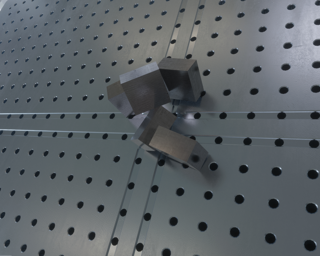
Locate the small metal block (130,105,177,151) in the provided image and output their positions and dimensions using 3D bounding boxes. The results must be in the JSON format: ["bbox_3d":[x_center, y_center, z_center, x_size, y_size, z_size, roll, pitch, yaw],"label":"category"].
[{"bbox_3d":[-0.009,0.001,0.396,0.050,0.025,0.050,-56,12,-12],"label":"small metal block"}]

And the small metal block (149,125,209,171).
[{"bbox_3d":[0.023,0.024,0.361,0.050,0.050,0.025,23,82,28],"label":"small metal block"}]

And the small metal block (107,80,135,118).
[{"bbox_3d":[-0.040,-0.046,0.443,0.050,0.050,0.025,-24,53,14],"label":"small metal block"}]

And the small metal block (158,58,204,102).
[{"bbox_3d":[0.026,-0.065,0.416,0.050,0.050,0.025,12,50,33],"label":"small metal block"}]

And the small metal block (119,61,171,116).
[{"bbox_3d":[-0.019,-0.051,0.401,0.050,0.050,0.025,-21,35,2],"label":"small metal block"}]
